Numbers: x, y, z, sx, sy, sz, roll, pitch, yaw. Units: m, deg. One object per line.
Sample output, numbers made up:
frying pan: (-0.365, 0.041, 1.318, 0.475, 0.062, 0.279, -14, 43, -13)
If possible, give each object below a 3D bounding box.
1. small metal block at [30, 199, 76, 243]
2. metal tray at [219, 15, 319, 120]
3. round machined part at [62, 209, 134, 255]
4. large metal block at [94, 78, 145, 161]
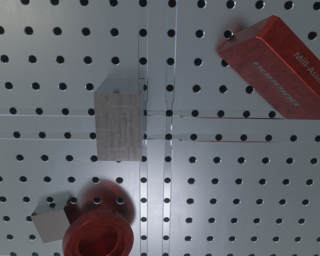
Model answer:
small metal block: (-0.156, 0.140, 0.463, 0.050, 0.025, 0.050, -14, 110, 5)
metal tray: (0.140, -0.061, 0.355, 0.130, 0.090, 0.030, 40, 82, -14)
round machined part: (-0.091, 0.161, 0.450, 0.099, 0.042, 0.097, -8, 110, -23)
large metal block: (-0.046, -0.013, 0.379, 0.050, 0.080, 0.079, 1, 110, -1)
